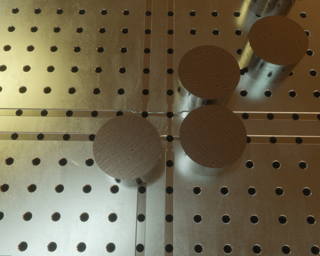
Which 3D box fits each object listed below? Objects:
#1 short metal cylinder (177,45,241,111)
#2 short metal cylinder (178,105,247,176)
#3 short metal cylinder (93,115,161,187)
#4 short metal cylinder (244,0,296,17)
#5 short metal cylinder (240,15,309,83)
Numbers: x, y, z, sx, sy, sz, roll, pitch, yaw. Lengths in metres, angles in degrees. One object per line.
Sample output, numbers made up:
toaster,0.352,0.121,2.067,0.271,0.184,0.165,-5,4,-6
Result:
short metal cylinder,0.064,-0.065,0.422,0.081,0.050,0.080,0,70,0
short metal cylinder,0.064,0.017,0.392,0.081,0.050,0.080,0,70,0
short metal cylinder,-0.038,0.030,0.387,0.081,0.050,0.080,0,70,0
short metal cylinder,0.177,-0.219,0.480,0.081,0.050,0.080,0,70,0
short metal cylinder,0.159,-0.111,0.440,0.081,0.050,0.080,0,70,0
